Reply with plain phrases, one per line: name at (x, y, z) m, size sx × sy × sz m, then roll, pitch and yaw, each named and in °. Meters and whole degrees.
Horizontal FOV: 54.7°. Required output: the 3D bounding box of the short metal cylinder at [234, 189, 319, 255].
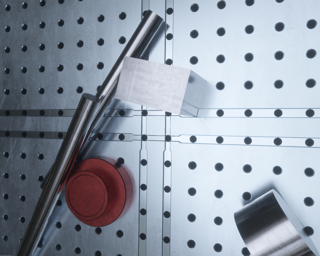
short metal cylinder at (0.126, 0.115, 0.339) m, size 0.050 × 0.080 × 0.080 m, roll -37°, pitch 79°, yaw 16°

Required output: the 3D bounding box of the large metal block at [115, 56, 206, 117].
large metal block at (0.004, -0.049, 0.381) m, size 0.080 × 0.080 × 0.050 m, roll 16°, pitch 95°, yaw 19°

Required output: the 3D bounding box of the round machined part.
round machined part at (-0.093, 0.091, 0.435) m, size 0.098 × 0.042 × 0.097 m, roll 0°, pitch 90°, yaw 19°

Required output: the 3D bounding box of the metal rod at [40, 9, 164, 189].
metal rod at (-0.088, -0.030, 0.442) m, size 0.025 × 0.025 × 0.299 m, roll 37°, pitch 101°, yaw 16°

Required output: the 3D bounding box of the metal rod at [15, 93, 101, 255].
metal rod at (-0.153, 0.087, 0.443) m, size 0.025 × 0.025 × 0.298 m, roll 33°, pitch 108°, yaw 16°
